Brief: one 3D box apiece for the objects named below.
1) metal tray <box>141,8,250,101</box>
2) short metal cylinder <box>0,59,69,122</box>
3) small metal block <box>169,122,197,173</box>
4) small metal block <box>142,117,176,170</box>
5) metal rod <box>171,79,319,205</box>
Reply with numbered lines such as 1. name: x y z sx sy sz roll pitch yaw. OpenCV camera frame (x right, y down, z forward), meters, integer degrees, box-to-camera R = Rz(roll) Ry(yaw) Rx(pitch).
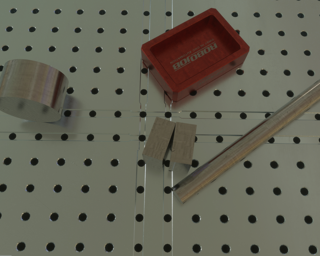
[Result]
1. metal tray: 0.050 -0.108 0.449 0.131 0.030 0.090 -31 73 -11
2. short metal cylinder: -0.163 -0.045 0.397 0.080 0.080 0.050 5 70 1
3. small metal block: 0.028 0.026 0.389 0.025 0.050 0.050 9 70 3
4. small metal block: -0.001 0.020 0.391 0.025 0.050 0.050 18 71 6
5. metal rod: 0.143 0.002 0.412 0.301 0.025 0.025 -34 74 -12
